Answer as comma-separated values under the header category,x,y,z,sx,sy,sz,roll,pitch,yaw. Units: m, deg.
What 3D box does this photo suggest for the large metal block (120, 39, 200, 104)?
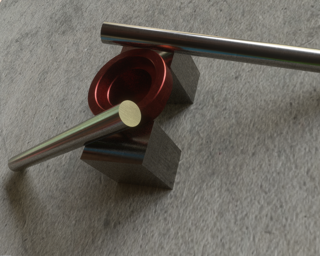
category,x,y,z,sx,sy,sz,roll,pitch,yaw
large metal block,-0.001,-0.074,0.414,0.080,0.080,0.050,1,63,28

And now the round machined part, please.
category,x,y,z,sx,sy,sz,roll,pitch,yaw
round machined part,-0.030,-0.040,0.358,0.098,0.042,0.098,-13,56,20

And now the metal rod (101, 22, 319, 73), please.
category,x,y,z,sx,sy,sz,roll,pitch,yaw
metal rod,0.081,-0.088,0.347,0.302,0.025,0.025,10,65,8

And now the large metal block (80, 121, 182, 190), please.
category,x,y,z,sx,sy,sz,roll,pitch,yaw
large metal block,-0.030,0.032,0.365,0.080,0.080,0.050,1,63,28

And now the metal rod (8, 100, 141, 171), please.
category,x,y,z,sx,sy,sz,roll,pitch,yaw
metal rod,-0.127,0.022,0.386,0.299,0.025,0.025,-19,51,45
